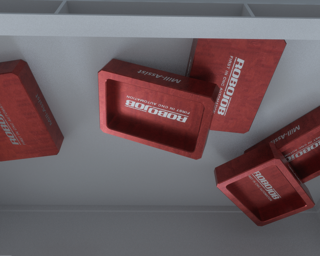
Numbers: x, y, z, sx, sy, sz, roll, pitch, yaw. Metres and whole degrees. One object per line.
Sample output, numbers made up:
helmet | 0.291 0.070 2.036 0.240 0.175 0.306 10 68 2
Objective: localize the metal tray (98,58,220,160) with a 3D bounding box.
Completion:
metal tray | -0.005 -0.021 0.360 0.131 0.030 0.089 16 130 11

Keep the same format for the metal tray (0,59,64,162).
metal tray | -0.189 -0.016 0.390 0.090 0.030 0.129 -7 130 6

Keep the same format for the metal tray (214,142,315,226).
metal tray | 0.149 0.085 0.438 0.090 0.030 0.130 -31 124 23

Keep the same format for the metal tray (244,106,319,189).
metal tray | 0.198 0.035 0.437 0.130 0.030 0.090 -37 121 27

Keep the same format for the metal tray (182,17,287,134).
metal tray | 0.076 -0.055 0.360 0.091 0.030 0.129 6 130 -6
